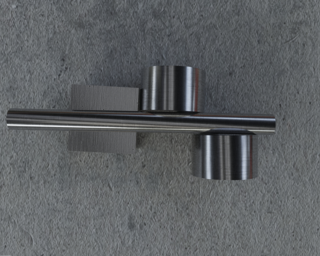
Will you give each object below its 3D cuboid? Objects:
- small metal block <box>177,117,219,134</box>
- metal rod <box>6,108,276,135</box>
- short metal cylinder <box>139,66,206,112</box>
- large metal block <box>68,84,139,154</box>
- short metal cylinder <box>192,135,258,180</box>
[{"bbox_3d":[0.046,-0.005,0.398,0.050,0.050,0.025,1,90,-1],"label":"small metal block"},{"bbox_3d":[-0.020,-0.007,0.360,0.302,0.025,0.025,1,90,-2],"label":"metal rod"},{"bbox_3d":[0.016,-0.045,0.385,0.081,0.080,0.050,2,90,-1],"label":"short metal cylinder"},{"bbox_3d":[-0.068,-0.011,0.395,0.081,0.050,0.079,3,90,-1],"label":"large metal block"},{"bbox_3d":[0.080,0.033,0.384,0.081,0.080,0.050,0,90,-1],"label":"short metal cylinder"}]
